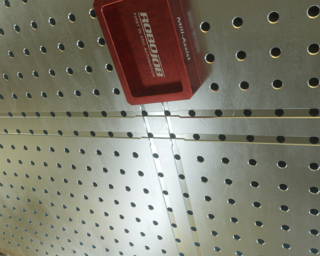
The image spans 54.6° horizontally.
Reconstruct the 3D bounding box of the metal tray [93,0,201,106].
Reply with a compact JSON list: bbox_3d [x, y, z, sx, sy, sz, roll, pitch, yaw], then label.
[{"bbox_3d":[-0.013,-0.094,0.357,0.090,0.030,0.129,-4,117,30],"label":"metal tray"}]
